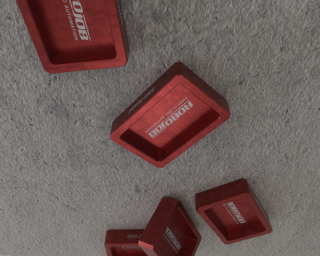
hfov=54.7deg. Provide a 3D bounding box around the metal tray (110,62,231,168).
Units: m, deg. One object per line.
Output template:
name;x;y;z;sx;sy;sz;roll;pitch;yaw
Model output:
metal tray;0.011;-0.010;0.394;0.090;0.030;0.130;35;122;-26

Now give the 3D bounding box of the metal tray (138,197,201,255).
metal tray;0.022;0.189;0.524;0.030;0.090;0.130;5;138;36

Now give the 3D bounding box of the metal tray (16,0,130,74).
metal tray;-0.086;-0.120;0.300;0.091;0.030;0.129;-5;130;4

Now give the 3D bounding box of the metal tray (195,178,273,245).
metal tray;0.127;0.147;0.529;0.090;0.030;0.130;-24;127;18

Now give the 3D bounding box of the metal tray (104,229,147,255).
metal tray;-0.036;0.235;0.603;0.131;0.030;0.089;-1;130;0
